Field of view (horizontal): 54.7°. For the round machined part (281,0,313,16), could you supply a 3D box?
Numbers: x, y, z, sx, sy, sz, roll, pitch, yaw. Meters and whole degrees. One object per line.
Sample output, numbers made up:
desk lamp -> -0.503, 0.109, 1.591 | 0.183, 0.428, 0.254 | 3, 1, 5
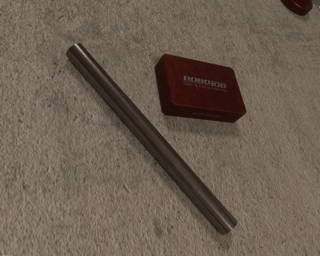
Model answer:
round machined part -> 0.357, -0.341, 0.797 | 0.099, 0.042, 0.098 | 14, 56, -21

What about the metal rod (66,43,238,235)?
metal rod -> -0.014, 0.010, 0.391 | 0.300, 0.025, 0.025 | 49, 51, 6

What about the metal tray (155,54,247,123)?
metal tray -> 0.062, -0.059, 0.472 | 0.131, 0.030, 0.090 | 5, 59, -26
